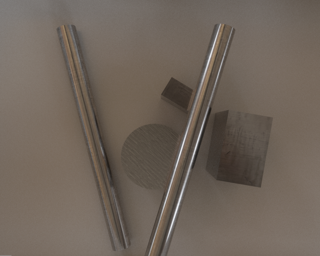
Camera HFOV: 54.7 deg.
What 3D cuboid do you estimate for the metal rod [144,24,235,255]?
[{"bbox_3d":[0.032,0.026,0.361,0.025,0.025,0.298,17,90,-1],"label":"metal rod"}]

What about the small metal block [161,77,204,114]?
[{"bbox_3d":[0.029,-0.038,0.399,0.050,0.050,0.025,31,90,-1],"label":"small metal block"}]

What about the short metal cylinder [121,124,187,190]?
[{"bbox_3d":[-0.007,0.034,0.399,0.081,0.050,0.079,0,90,-1],"label":"short metal cylinder"}]

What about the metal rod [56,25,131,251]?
[{"bbox_3d":[-0.087,0.013,0.410,0.025,0.025,0.298,-14,90,0],"label":"metal rod"}]

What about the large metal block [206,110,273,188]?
[{"bbox_3d":[0.095,0.023,0.385,0.050,0.080,0.080,10,90,0],"label":"large metal block"}]
